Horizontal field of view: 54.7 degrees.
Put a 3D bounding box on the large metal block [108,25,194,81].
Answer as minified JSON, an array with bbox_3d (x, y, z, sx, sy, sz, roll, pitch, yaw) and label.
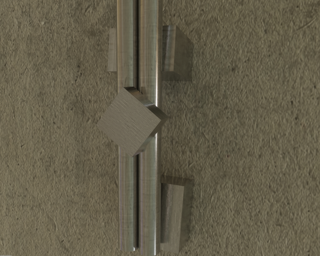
[{"bbox_3d":[-0.008,-0.089,0.384,0.080,0.080,0.050,4,91,20],"label":"large metal block"}]

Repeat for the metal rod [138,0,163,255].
[{"bbox_3d":[-0.011,-0.007,0.336,0.025,0.025,0.298,3,98,20],"label":"metal rod"}]

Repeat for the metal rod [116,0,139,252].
[{"bbox_3d":[-0.035,-0.008,0.345,0.025,0.025,0.298,3,98,20],"label":"metal rod"}]

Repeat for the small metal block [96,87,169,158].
[{"bbox_3d":[-0.028,-0.007,0.316,0.050,0.025,0.050,41,109,9],"label":"small metal block"}]

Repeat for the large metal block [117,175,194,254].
[{"bbox_3d":[-0.004,0.104,0.398,0.080,0.050,0.079,5,92,20],"label":"large metal block"}]
